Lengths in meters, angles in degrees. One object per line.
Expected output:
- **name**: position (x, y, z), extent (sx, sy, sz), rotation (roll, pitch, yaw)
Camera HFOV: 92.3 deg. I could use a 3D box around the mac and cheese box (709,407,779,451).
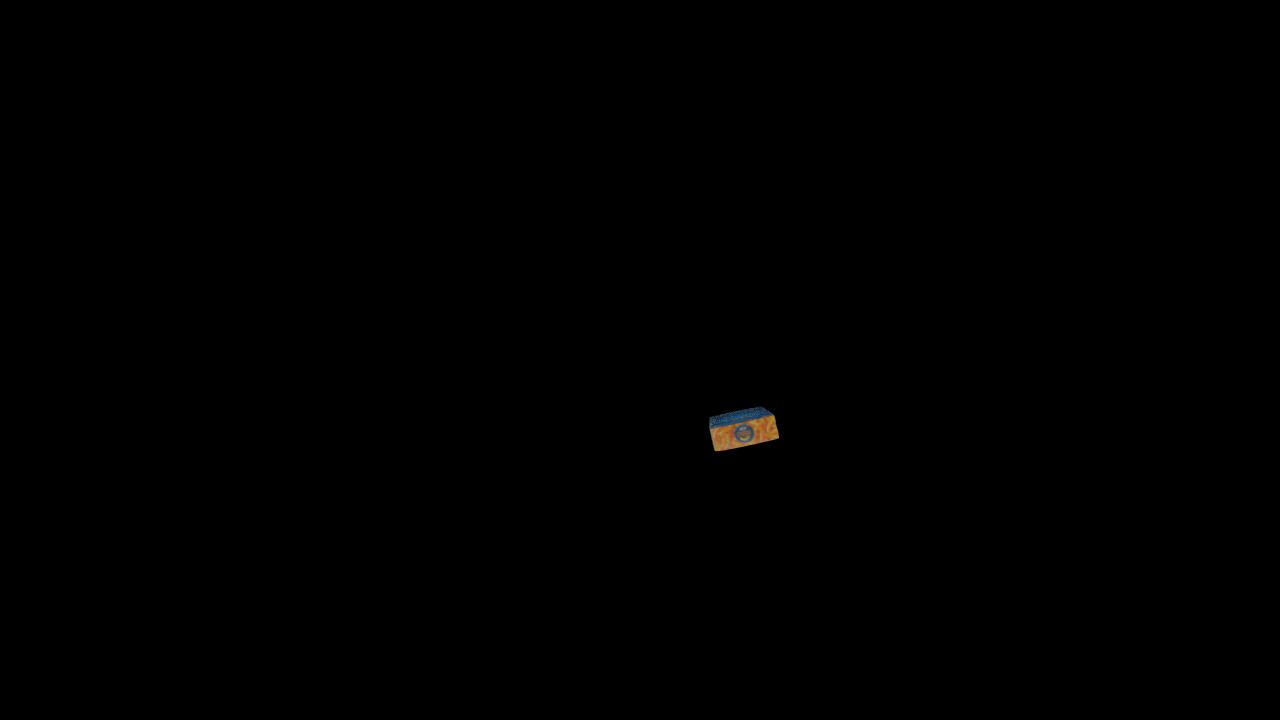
- **mac and cheese box**: position (0.152, 0.101, 0.929), extent (0.093, 0.041, 0.184), rotation (-12, -2, 7)
